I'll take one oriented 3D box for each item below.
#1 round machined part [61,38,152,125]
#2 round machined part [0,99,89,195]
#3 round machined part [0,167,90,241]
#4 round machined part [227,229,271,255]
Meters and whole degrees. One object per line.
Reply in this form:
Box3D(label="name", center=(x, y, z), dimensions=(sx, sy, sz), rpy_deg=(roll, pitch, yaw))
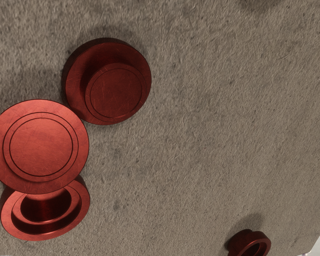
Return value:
Box3D(label="round machined part", center=(-0.054, -0.045, 0.340), dimensions=(0.099, 0.042, 0.097), rpy_deg=(-14, 125, -21))
Box3D(label="round machined part", center=(-0.121, 0.019, 0.314), dimensions=(0.099, 0.042, 0.097), rpy_deg=(1, 88, -25))
Box3D(label="round machined part", center=(-0.138, 0.085, 0.374), dimensions=(0.099, 0.042, 0.097), rpy_deg=(-14, 125, -21))
Box3D(label="round machined part", center=(0.182, 0.254, 0.657), dimensions=(0.099, 0.042, 0.097), rpy_deg=(-14, 125, -21))
